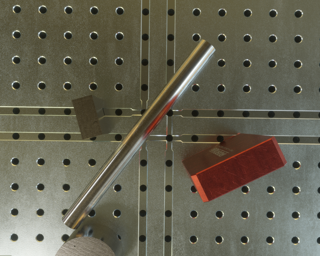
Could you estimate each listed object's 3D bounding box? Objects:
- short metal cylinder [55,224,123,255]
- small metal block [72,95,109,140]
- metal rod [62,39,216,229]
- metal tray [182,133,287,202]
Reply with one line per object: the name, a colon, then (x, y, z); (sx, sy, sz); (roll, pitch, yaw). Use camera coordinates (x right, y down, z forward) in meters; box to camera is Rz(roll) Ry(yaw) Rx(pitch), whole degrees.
short metal cylinder: (-0.091, 0.171, 0.400); (0.081, 0.050, 0.079); (0, 90, 0)
small metal block: (-0.088, -0.013, 0.400); (0.025, 0.050, 0.050); (-15, 90, 0)
metal rod: (-0.028, 0.008, 0.412); (0.025, 0.025, 0.300); (38, 90, 0)
metal tray: (0.077, 0.040, 0.361); (0.090, 0.130, 0.030); (-25, 90, 0)
